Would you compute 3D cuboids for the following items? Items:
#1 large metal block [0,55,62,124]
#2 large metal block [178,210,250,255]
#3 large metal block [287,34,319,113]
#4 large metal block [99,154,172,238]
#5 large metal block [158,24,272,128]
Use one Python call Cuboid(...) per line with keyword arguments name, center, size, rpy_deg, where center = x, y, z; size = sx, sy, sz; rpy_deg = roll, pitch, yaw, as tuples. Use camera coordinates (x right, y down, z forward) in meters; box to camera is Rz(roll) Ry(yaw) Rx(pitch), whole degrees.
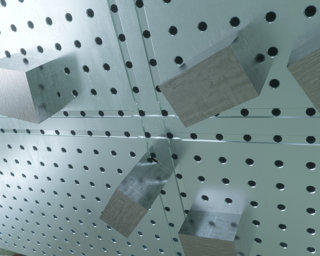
Cuboid(name="large metal block", center=(-0.203, -0.059, 0.463), size=(0.080, 0.050, 0.079), rpy_deg=(12, 123, 21))
Cuboid(name="large metal block", center=(0.082, 0.172, 0.458), size=(0.080, 0.050, 0.080), rpy_deg=(-3, 117, 29))
Cuboid(name="large metal block", center=(0.173, -0.051, 0.272), size=(0.080, 0.050, 0.080), rpy_deg=(-33, 101, 38))
Cuboid(name="large metal block", center=(-0.035, 0.099, 0.454), size=(0.050, 0.080, 0.079), rpy_deg=(35, 129, 5))
Cuboid(name="large metal block", center=(0.058, -0.053, 0.312), size=(0.080, 0.080, 0.050), rpy_deg=(-25, 105, 36))
